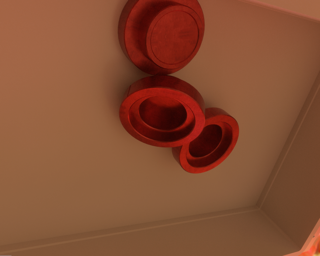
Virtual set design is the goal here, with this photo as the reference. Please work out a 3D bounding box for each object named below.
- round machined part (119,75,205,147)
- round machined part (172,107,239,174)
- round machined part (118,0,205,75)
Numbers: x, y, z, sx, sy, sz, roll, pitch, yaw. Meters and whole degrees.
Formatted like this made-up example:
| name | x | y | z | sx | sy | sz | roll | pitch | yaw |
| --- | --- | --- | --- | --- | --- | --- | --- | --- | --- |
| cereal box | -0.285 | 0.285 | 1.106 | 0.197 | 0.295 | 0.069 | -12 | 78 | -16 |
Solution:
| name | x | y | z | sx | sy | sz | roll | pitch | yaw |
| --- | --- | --- | --- | --- | --- | --- | --- | --- | --- |
| round machined part | 0.004 | -0.024 | 0.367 | 0.099 | 0.042 | 0.097 | 5 | 137 | 5 |
| round machined part | 0.059 | 0.013 | 0.437 | 0.099 | 0.042 | 0.097 | -17 | 129 | -22 |
| round machined part | 0.008 | -0.103 | 0.339 | 0.099 | 0.042 | 0.097 | -14 | 124 | -21 |
